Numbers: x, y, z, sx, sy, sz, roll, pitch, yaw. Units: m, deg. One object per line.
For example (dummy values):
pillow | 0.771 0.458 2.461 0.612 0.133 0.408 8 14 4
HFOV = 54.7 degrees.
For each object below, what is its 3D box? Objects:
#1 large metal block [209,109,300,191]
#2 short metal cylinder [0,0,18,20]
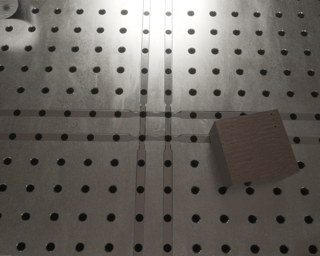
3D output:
large metal block | 0.114 0.029 0.389 0.081 0.050 0.080 -10 71 -4
short metal cylinder | -0.255 -0.205 0.454 0.081 0.080 0.050 -14 71 -5
